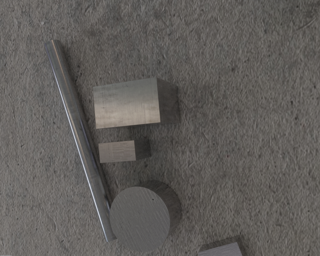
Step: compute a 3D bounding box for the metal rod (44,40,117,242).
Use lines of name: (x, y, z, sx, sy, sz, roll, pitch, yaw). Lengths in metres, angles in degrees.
metal rod: (-0.112, 0.014, 0.448, 0.025, 0.025, 0.299, -22, 83, 18)

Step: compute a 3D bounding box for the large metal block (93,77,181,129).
large metal block: (-0.026, -0.028, 0.389, 0.080, 0.080, 0.050, -6, 88, 20)

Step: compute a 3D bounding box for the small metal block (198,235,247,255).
small metal block: (0.082, 0.166, 0.380, 0.050, 0.025, 0.050, -23, 82, 18)

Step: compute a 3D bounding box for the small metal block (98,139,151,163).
small metal block: (-0.046, 0.030, 0.412, 0.050, 0.050, 0.025, -6, 88, 20)

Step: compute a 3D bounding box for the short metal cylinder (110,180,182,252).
short metal cylinder: (-0.017, 0.111, 0.402, 0.080, 0.050, 0.080, 0, 90, 20)
